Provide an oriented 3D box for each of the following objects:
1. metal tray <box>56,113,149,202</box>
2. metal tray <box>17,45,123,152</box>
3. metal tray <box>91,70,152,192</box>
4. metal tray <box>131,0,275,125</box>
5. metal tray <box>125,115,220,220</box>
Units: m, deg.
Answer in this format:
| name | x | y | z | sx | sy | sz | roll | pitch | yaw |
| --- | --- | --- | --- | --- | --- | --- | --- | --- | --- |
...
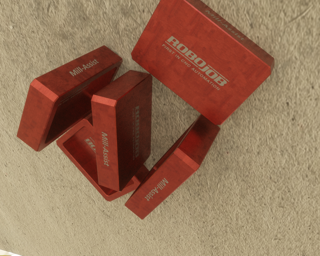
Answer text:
| name | x | y | z | sx | sy | sz | roll | pitch | yaw |
| --- | --- | --- | --- | --- | --- | --- | --- | --- | --- |
| metal tray | -0.089 | 0.046 | 0.478 | 0.090 | 0.030 | 0.130 | -32 | 101 | 38 |
| metal tray | -0.103 | -0.039 | 0.369 | 0.030 | 0.131 | 0.089 | 37 | 129 | 3 |
| metal tray | -0.044 | 0.003 | 0.389 | 0.030 | 0.090 | 0.129 | 15 | 125 | 19 |
| metal tray | 0.043 | -0.075 | 0.335 | 0.130 | 0.030 | 0.089 | 39 | 129 | 1 |
| metal tray | 0.014 | 0.049 | 0.388 | 0.030 | 0.090 | 0.129 | 40 | 129 | 1 |
